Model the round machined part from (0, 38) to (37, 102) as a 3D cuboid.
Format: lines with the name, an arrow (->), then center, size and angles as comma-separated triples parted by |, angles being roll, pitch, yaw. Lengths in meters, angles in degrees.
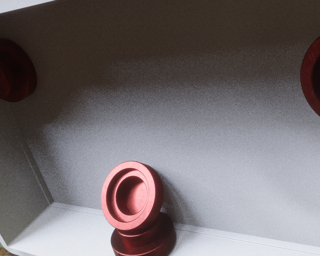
round machined part -> -0.242, -0.083, 0.471 | 0.098, 0.042, 0.097 | 11, 123, 18

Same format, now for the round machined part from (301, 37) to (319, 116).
round machined part -> 0.177, -0.046, 0.261 | 0.098, 0.042, 0.097 | 33, 139, 35

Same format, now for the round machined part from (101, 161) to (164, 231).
round machined part -> -0.036, 0.101, 0.457 | 0.098, 0.098, 0.042 | -12, 157, 30

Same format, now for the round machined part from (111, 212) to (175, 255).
round machined part -> -0.028, 0.157, 0.474 | 0.098, 0.098, 0.042 | -2, 114, 29
